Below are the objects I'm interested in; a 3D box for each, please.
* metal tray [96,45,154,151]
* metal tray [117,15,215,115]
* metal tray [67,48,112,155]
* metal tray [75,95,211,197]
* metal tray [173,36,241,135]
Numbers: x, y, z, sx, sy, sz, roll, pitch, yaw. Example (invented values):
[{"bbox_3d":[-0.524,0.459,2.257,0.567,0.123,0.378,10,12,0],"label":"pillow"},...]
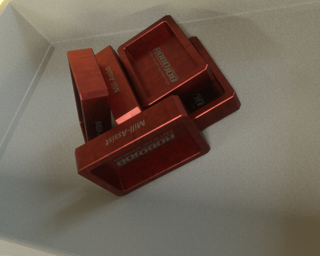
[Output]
[{"bbox_3d":[-0.038,-0.037,0.402,0.030,0.090,0.130,-32,52,7],"label":"metal tray"},{"bbox_3d":[0.003,-0.085,0.411,0.090,0.030,0.130,-32,51,7],"label":"metal tray"},{"bbox_3d":[-0.087,-0.023,0.396,0.030,0.129,0.090,-13,50,-17],"label":"metal tray"},{"bbox_3d":[-0.017,0.026,0.354,0.130,0.090,0.030,-29,52,10],"label":"metal tray"},{"bbox_3d":[0.037,-0.057,0.416,0.090,0.030,0.130,-31,51,10],"label":"metal tray"}]
